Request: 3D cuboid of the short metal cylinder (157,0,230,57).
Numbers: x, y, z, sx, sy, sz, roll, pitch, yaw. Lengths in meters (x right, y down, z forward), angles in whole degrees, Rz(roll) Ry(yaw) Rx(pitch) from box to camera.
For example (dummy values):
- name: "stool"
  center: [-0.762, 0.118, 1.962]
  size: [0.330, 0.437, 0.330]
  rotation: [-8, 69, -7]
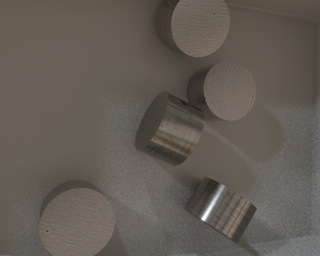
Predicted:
- name: "short metal cylinder"
  center: [0.042, -0.136, 0.401]
  size: [0.081, 0.050, 0.079]
  rotation: [-8, 113, -19]

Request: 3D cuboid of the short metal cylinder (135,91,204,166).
- name: "short metal cylinder"
  center: [0.010, 0.001, 0.386]
  size: [0.050, 0.080, 0.080]
  rotation: [26, 81, -19]

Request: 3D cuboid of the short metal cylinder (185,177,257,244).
- name: "short metal cylinder"
  center: [0.080, 0.109, 0.412]
  size: [0.080, 0.080, 0.050]
  rotation: [37, 78, -17]

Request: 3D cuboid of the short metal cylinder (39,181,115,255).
- name: "short metal cylinder"
  center: [-0.098, 0.105, 0.362]
  size: [0.081, 0.050, 0.079]
  rotation: [0, 90, -21]

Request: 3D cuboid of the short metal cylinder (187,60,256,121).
- name: "short metal cylinder"
  center: [0.084, -0.049, 0.430]
  size: [0.081, 0.050, 0.079]
  rotation: [0, 90, -21]
